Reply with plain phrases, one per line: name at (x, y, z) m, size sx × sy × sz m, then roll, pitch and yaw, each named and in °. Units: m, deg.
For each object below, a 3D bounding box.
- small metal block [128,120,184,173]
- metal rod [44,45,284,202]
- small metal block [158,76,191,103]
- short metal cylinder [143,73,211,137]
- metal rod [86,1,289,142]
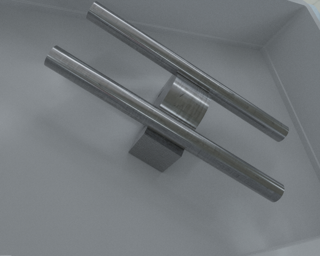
small metal block at (-0.003, 0.022, 0.374) m, size 0.050 × 0.050 × 0.025 m, roll 32°, pitch 52°, yaw -8°
metal rod at (0.012, 0.001, 0.349) m, size 0.301 × 0.025 × 0.025 m, roll 31°, pitch 52°, yaw -8°
small metal block at (0.033, -0.053, 0.439) m, size 0.050 × 0.050 × 0.025 m, roll 32°, pitch 52°, yaw -8°
short metal cylinder at (0.021, -0.023, 0.395) m, size 0.050 × 0.080 × 0.080 m, roll 32°, pitch 51°, yaw -8°
metal rod at (0.042, -0.069, 0.406) m, size 0.301 × 0.025 × 0.025 m, roll 31°, pitch 52°, yaw -8°
